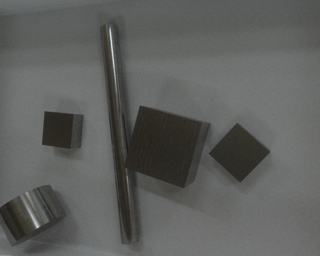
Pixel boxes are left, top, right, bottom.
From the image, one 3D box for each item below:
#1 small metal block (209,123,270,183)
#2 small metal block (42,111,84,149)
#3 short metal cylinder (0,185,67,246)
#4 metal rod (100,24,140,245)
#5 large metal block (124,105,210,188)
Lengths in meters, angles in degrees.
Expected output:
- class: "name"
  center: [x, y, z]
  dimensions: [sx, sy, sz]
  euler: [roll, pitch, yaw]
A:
- class: "small metal block"
  center: [0.097, 0.029, 0.376]
  dimensions: [0.050, 0.025, 0.050]
  euler: [44, 103, 14]
- class: "small metal block"
  center: [-0.144, 0.003, 0.460]
  dimensions: [0.050, 0.025, 0.050]
  euler: [6, 92, 19]
- class: "short metal cylinder"
  center: [-0.183, 0.125, 0.444]
  dimensions: [0.080, 0.080, 0.050]
  euler: [-35, 79, 16]
- class: "metal rod"
  center: [-0.056, 0.007, 0.429]
  dimensions: [0.025, 0.025, 0.298]
  euler: [-7, 88, 19]
- class: "large metal block"
  center: [0.010, 0.021, 0.393]
  dimensions: [0.080, 0.050, 0.079]
  euler: [16, 95, 19]
